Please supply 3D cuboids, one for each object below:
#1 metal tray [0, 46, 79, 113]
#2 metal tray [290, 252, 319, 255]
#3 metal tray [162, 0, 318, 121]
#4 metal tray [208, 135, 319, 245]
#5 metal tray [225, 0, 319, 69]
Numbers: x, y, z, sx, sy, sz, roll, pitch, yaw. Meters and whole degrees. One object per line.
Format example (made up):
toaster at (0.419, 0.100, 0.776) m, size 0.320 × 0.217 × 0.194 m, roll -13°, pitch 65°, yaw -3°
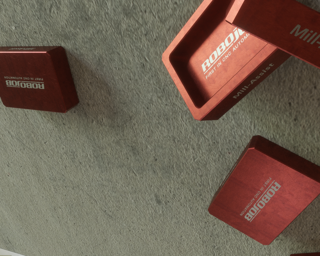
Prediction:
metal tray at (-0.190, -0.073, 0.459) m, size 0.130 × 0.030 × 0.089 m, roll 6°, pitch 121°, yaw 25°
metal tray at (0.246, 0.202, 0.398) m, size 0.130 × 0.030 × 0.090 m, roll -22°, pitch 107°, yaw 36°
metal tray at (0.064, -0.078, 0.293) m, size 0.129 × 0.030 × 0.090 m, roll -46°, pitch 60°, yaw 39°
metal tray at (0.127, 0.081, 0.387) m, size 0.090 × 0.030 × 0.129 m, roll 29°, pitch 128°, yaw 9°
metal tray at (0.117, -0.073, 0.242) m, size 0.131 × 0.090 × 0.030 m, roll 26°, pitch 117°, yaw -1°
